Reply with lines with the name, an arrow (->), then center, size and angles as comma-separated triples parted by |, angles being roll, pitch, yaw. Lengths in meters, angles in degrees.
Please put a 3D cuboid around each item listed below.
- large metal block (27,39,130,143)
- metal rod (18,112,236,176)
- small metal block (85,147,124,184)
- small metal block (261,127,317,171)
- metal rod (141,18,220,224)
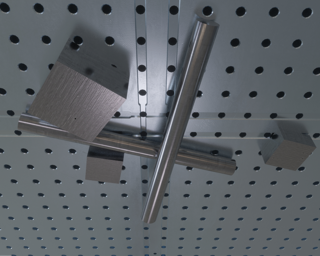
large metal block -> -0.093, -0.040, 0.360 | 0.080, 0.050, 0.080 | 29, 124, -23
metal rod -> -0.036, 0.025, 0.432 | 0.302, 0.025, 0.025 | 13, 129, -11
small metal block -> -0.081, 0.054, 0.457 | 0.050, 0.025, 0.050 | 9, 130, -8
small metal block -> 0.181, 0.031, 0.440 | 0.050, 0.025, 0.050 | 13, 129, -12
metal rod -> 0.016, 0.013, 0.397 | 0.025, 0.025, 0.298 | 10, 122, -9
